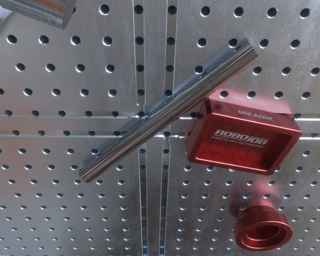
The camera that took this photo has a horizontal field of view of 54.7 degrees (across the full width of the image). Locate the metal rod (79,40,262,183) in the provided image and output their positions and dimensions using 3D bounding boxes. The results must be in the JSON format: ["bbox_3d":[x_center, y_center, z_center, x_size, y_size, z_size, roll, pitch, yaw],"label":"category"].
[{"bbox_3d":[-0.004,-0.007,0.405,0.299,0.025,0.025,-36,122,26],"label":"metal rod"}]

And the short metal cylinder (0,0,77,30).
[{"bbox_3d":[-0.096,-0.131,0.262,0.050,0.080,0.079,18,128,-15],"label":"short metal cylinder"}]

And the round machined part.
[{"bbox_3d":[0.181,0.176,0.554,0.099,0.042,0.097,-1,130,0],"label":"round machined part"}]

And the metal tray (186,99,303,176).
[{"bbox_3d":[0.111,0.017,0.424,0.131,0.030,0.089,11,129,-10],"label":"metal tray"}]

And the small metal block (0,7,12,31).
[{"bbox_3d":[-0.188,-0.113,0.313,0.050,0.025,0.050,35,122,-27],"label":"small metal block"}]
